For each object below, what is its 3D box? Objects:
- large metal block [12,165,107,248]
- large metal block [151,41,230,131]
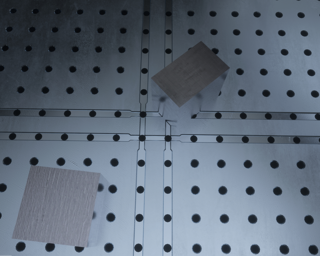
[{"bbox_3d":[-0.112,0.092,0.363,0.080,0.050,0.080,6,70,2],"label":"large metal block"},{"bbox_3d":[0.036,-0.052,0.402,0.080,0.080,0.050,-39,75,-13],"label":"large metal block"}]
